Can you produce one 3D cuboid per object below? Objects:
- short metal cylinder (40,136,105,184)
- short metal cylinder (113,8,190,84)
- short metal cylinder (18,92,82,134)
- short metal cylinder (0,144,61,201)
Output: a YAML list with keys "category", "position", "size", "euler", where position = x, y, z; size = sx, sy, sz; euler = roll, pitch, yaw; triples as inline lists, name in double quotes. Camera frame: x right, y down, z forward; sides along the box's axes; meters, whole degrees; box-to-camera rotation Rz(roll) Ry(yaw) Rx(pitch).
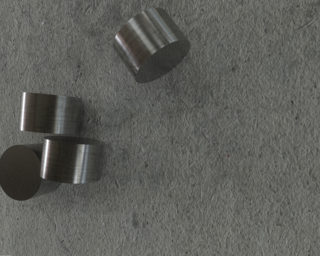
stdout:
- category: "short metal cylinder"
  position: [-0.118, 0.041, 0.422]
  size: [0.080, 0.080, 0.050]
  euler: [8, 93, 20]
- category: "short metal cylinder"
  position: [-0.010, -0.100, 0.383]
  size: [0.080, 0.080, 0.050]
  euler: [-37, 78, 16]
- category: "short metal cylinder"
  position: [-0.153, -0.020, 0.434]
  size: [0.080, 0.080, 0.050]
  euler: [6, 92, 20]
- category: "short metal cylinder"
  position: [-0.191, 0.063, 0.463]
  size: [0.080, 0.050, 0.080]
  euler: [0, 90, 20]
